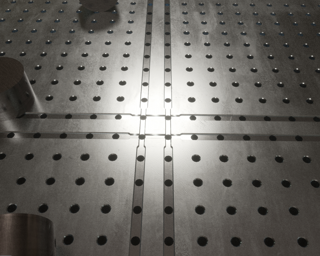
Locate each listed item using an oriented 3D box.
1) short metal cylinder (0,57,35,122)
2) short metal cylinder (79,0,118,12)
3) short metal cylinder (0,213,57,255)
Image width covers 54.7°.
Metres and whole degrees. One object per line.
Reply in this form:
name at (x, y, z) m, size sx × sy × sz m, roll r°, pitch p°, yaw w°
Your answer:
short metal cylinder at (-0.225, -0.055, 0.435) m, size 0.081 × 0.050 × 0.080 m, roll 0°, pitch 50°, yaw 0°
short metal cylinder at (-0.123, -0.275, 0.602) m, size 0.081 × 0.080 × 0.050 m, roll -11°, pitch 51°, yaw -10°
short metal cylinder at (-0.133, 0.117, 0.272) m, size 0.081 × 0.080 × 0.050 m, roll -11°, pitch 51°, yaw -10°
